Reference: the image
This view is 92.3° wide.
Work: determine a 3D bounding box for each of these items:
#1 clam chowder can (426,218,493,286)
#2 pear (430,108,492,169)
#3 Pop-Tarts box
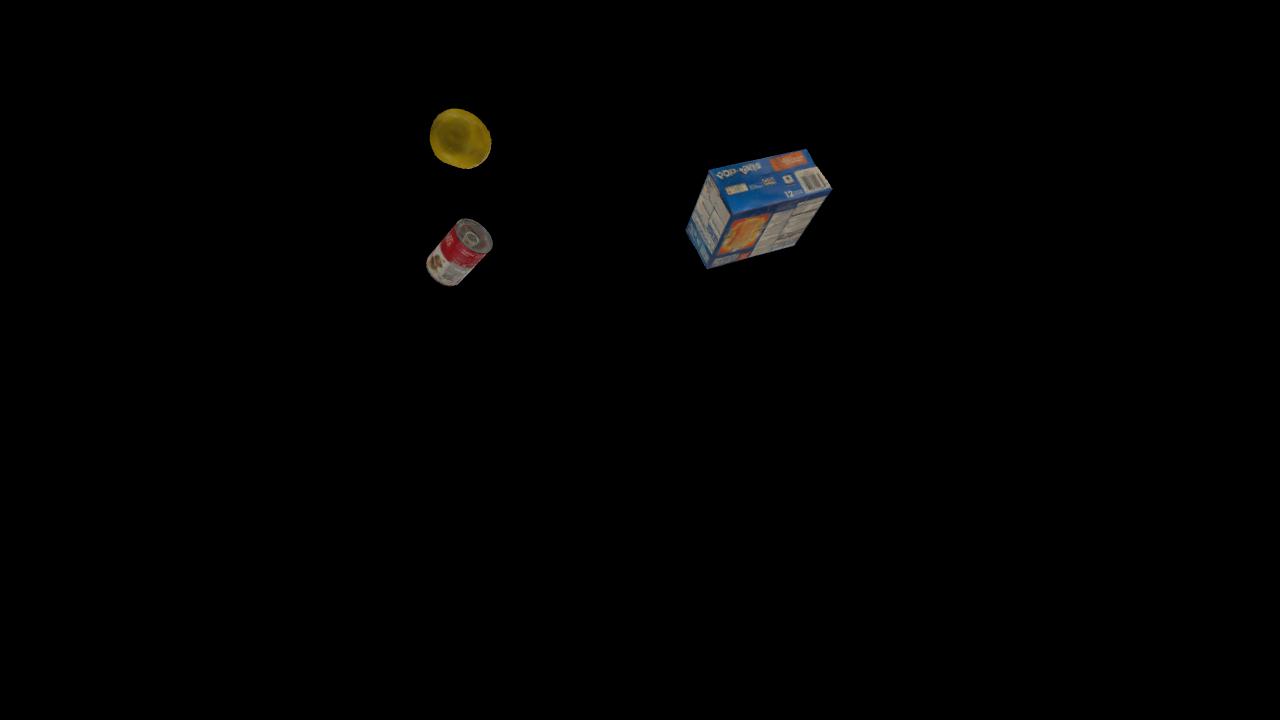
[{"bbox_3d":[-0.299,-0.176,1.016,0.102,0.068,0.068,-36,-22,34],"label":"clam chowder can"},{"bbox_3d":[-0.241,-0.296,0.838,0.080,0.080,0.111,0,9,-9],"label":"pear"},{"bbox_3d":[0.172,-0.224,0.923,0.167,0.083,0.141,-17,-21,-17],"label":"Pop-Tarts box"}]
